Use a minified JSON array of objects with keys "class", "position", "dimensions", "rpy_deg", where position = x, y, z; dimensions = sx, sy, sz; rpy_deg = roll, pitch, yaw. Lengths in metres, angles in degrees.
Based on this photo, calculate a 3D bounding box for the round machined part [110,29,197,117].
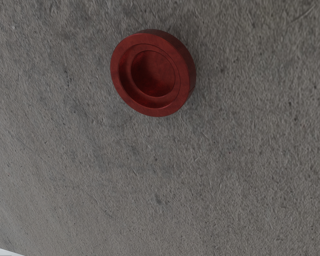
[{"class":"round machined part","position":[-0.004,-0.065,0.358],"dimensions":[0.098,0.042,0.097],"rpy_deg":[13,124,21]}]
